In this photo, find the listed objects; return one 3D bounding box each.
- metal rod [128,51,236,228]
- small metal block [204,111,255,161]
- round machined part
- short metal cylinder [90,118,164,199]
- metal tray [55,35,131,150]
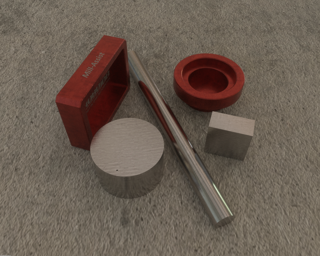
[{"bbox_3d":[0.011,-0.008,0.412,0.025,0.025,0.300,-17,52,-14],"label":"metal rod"},{"bbox_3d":[0.083,0.010,0.377,0.050,0.050,0.025,13,51,10],"label":"small metal block"},{"bbox_3d":[0.068,-0.061,0.446,0.099,0.042,0.098,0,50,0],"label":"round machined part"},{"bbox_3d":[-0.036,0.035,0.359,0.081,0.050,0.080,0,50,0],"label":"short metal cylinder"},{"bbox_3d":[-0.079,-0.047,0.401,0.030,0.089,0.130,14,51,11],"label":"metal tray"}]
